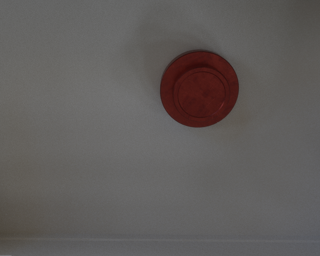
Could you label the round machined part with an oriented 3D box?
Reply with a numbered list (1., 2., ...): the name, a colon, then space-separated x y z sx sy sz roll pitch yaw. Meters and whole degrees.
1. round machined part: 0.049 -0.046 0.386 0.099 0.042 0.097 0 110 0
